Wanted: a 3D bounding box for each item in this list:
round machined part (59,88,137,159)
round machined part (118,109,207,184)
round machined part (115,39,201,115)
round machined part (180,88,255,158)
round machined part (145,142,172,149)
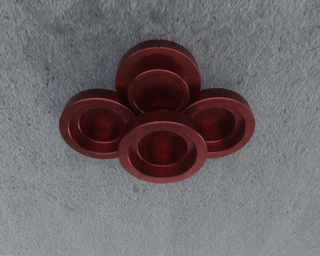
[{"bbox_3d":[-0.071,-0.009,0.389,0.099,0.042,0.097,-1,130,0],"label":"round machined part"},{"bbox_3d":[0.003,0.017,0.356,0.099,0.042,0.097,-1,131,0],"label":"round machined part"},{"bbox_3d":[-0.002,-0.048,0.357,0.099,0.042,0.097,-1,130,0],"label":"round machined part"},{"bbox_3d":[0.065,-0.010,0.390,0.099,0.042,0.097,-1,130,0],"label":"round machined part"},{"bbox_3d":[-0.003,0.027,0.421,0.099,0.042,0.097,-1,130,0],"label":"round machined part"}]
